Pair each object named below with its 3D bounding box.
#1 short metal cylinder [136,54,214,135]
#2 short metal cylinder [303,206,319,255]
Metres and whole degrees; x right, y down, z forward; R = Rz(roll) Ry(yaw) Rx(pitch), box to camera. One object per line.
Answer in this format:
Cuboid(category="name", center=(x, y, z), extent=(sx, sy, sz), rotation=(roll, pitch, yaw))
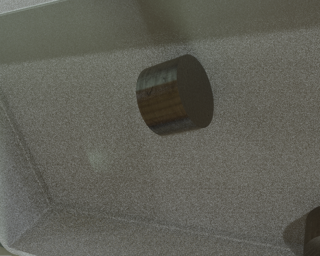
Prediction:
Cuboid(category="short metal cylinder", center=(0.019, -0.035, 0.342), extent=(0.050, 0.080, 0.080), rotation=(-12, 112, 33))
Cuboid(category="short metal cylinder", center=(0.214, 0.136, 0.364), extent=(0.080, 0.050, 0.079), rotation=(13, 124, 21))
